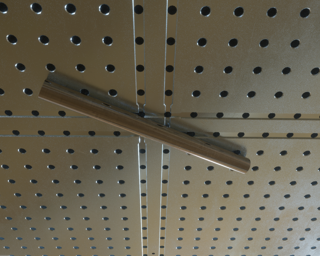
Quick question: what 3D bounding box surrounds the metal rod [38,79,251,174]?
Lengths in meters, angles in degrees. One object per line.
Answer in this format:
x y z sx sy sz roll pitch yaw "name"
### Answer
-0.007 0.005 0.416 0.302 0.025 0.025 21 127 -18 "metal rod"
